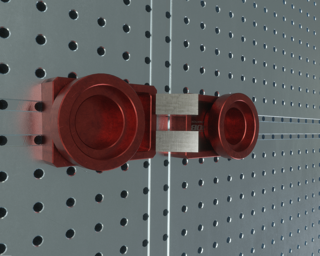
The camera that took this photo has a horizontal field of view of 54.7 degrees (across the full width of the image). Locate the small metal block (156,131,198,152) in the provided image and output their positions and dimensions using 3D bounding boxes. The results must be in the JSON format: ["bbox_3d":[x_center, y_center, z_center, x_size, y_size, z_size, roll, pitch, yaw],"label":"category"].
[{"bbox_3d":[0.022,0.016,0.392,0.050,0.050,0.025,1,90,4],"label":"small metal block"}]

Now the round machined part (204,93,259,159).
[{"bbox_3d":[0.104,-0.003,0.469,0.099,0.042,0.097,0,90,-40],"label":"round machined part"}]

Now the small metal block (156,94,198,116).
[{"bbox_3d":[0.022,-0.028,0.393,0.050,0.050,0.025,1,90,4],"label":"small metal block"}]

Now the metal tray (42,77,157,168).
[{"bbox_3d":[-0.064,-0.007,0.354,0.131,0.030,0.089,-1,93,-40],"label":"metal tray"}]

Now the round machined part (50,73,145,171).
[{"bbox_3d":[-0.067,-0.006,0.325,0.099,0.042,0.097,0,90,-40],"label":"round machined part"}]

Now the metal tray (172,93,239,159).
[{"bbox_3d":[0.076,-0.002,0.470,0.131,0.030,0.089,1,90,-40],"label":"metal tray"}]
